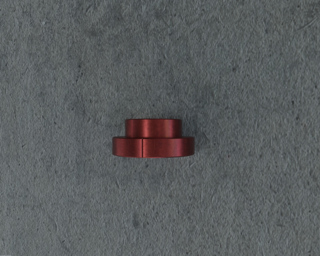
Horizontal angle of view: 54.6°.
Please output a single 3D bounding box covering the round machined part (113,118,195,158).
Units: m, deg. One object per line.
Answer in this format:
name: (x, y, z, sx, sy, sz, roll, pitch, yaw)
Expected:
round machined part: (-0.008, 0.010, 0.373, 0.098, 0.098, 0.042, 0, 90, 20)
